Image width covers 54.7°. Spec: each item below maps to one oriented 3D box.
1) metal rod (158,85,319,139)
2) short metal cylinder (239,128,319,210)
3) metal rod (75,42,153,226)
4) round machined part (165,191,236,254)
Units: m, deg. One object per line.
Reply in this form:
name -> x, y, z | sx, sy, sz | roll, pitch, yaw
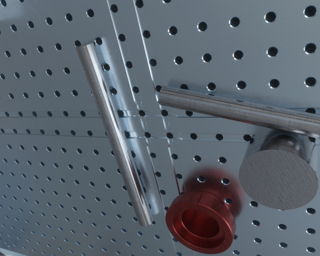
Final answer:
metal rod -> 0.141, -0.007, 0.331 | 0.301, 0.025, 0.025 | 14, 124, 20
short metal cylinder -> 0.135, 0.045, 0.351 | 0.080, 0.050, 0.079 | 13, 124, 20
metal rod -> -0.059, 0.024, 0.455 | 0.025, 0.025, 0.298 | -1, 118, 28
round machined part -> 0.061, 0.131, 0.448 | 0.098, 0.042, 0.097 | 13, 124, 20
